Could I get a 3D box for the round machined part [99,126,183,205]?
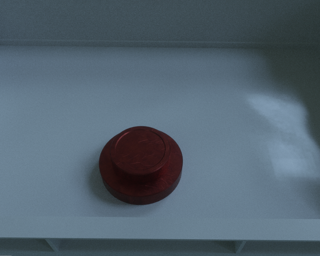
[{"bbox_3d":[-0.022,0.036,0.363,0.099,0.042,0.098,0,50,0],"label":"round machined part"}]
